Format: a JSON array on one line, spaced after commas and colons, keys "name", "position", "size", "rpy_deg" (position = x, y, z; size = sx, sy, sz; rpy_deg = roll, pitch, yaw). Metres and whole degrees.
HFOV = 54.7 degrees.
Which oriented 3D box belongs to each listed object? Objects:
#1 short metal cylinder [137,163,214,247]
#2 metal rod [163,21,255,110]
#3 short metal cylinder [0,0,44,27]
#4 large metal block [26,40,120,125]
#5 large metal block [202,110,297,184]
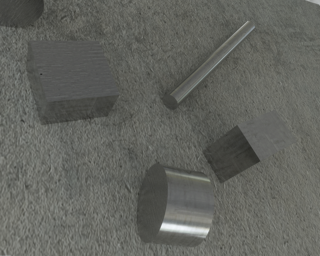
[{"name": "short metal cylinder", "position": [0.013, 0.081, 0.326], "size": [0.050, 0.080, 0.080], "rpy_deg": [14, 56, -21]}, {"name": "metal rod", "position": [0.096, -0.119, 0.528], "size": [0.025, 0.025, 0.302], "rpy_deg": [43, 51, 1]}, {"name": "short metal cylinder", "position": [-0.184, -0.169, 0.373], "size": [0.081, 0.080, 0.050], "rpy_deg": [0, 62, -28]}, {"name": "large metal block", "position": [-0.105, -0.055, 0.365], "size": [0.081, 0.050, 0.080], "rpy_deg": [-10, 67, -32]}, {"name": "large metal block", "position": [0.118, 0.025, 0.417], "size": [0.081, 0.080, 0.050], "rpy_deg": [-19, 72, -35]}]
